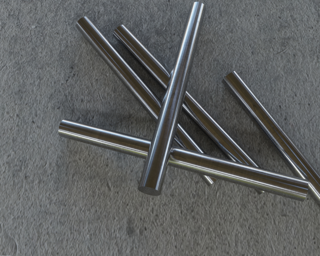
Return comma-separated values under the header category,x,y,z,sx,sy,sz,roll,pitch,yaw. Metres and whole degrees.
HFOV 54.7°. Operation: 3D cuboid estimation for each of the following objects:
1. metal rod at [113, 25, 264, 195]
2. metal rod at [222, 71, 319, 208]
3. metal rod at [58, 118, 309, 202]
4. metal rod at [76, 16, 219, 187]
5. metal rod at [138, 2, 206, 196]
category,x,y,z,sx,sy,sz,roll,pitch,yaw
metal rod,0.036,-0.034,0.420,0.025,0.025,0.300,-38,75,-13
metal rod,0.177,0.048,0.391,0.025,0.025,0.299,-31,73,-10
metal rod,0.016,0.034,0.374,0.301,0.025,0.025,14,71,13
metal rod,-0.022,-0.046,0.424,0.025,0.025,0.300,-36,74,-12
metal rod,0.023,-0.058,0.400,0.025,0.025,0.300,13,60,5
